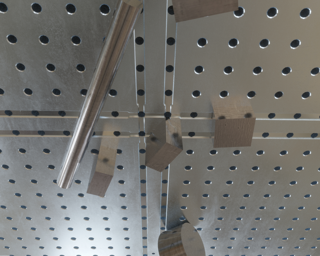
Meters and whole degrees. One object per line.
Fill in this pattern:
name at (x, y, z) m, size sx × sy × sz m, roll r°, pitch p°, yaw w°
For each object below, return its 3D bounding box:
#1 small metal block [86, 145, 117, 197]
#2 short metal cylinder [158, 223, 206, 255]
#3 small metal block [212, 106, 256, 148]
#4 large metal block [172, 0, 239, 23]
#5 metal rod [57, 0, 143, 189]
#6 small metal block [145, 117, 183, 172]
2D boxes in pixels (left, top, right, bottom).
small metal block at (-0.084, 0.062, 0.447) m, size 0.025 × 0.050 × 0.050 m, roll 17°, pitch 128°, yaw -14°
short metal cylinder at (0.040, 0.220, 0.564) m, size 0.050 × 0.080 × 0.080 m, roll -30°, pitch 124°, yaw 22°
small metal block at (0.096, -0.001, 0.412) m, size 0.050 × 0.025 × 0.050 m, roll -3°, pitch 130°, yaw 2°
large metal block at (0.029, -0.145, 0.253) m, size 0.050 × 0.080 × 0.080 m, roll -9°, pitch 130°, yaw 7°
metal rod at (-0.088, -0.020, 0.392) m, size 0.025 × 0.025 × 0.298 m, roll 18°, pitch 128°, yaw -15°
small metal block at (0.005, 0.022, 0.414) m, size 0.025 × 0.050 × 0.050 m, roll 26°, pitch 125°, yaw -21°
